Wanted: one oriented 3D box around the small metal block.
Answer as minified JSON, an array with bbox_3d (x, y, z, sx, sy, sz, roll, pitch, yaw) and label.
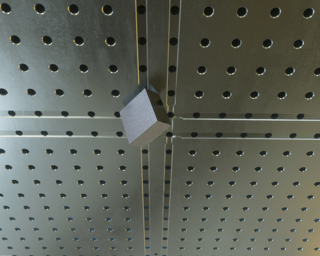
[{"bbox_3d":[-0.019,-0.012,0.381,0.050,0.050,0.025,-40,144,28],"label":"small metal block"}]
